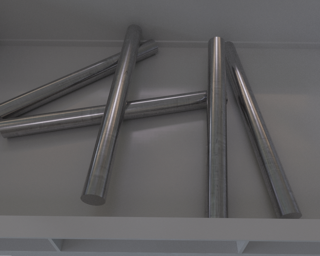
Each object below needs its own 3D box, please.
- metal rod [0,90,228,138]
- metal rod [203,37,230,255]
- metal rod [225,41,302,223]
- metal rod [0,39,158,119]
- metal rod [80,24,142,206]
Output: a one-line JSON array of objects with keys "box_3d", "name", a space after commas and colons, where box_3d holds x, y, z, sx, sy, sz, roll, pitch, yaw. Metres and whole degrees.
[{"box_3d": [-0.056, -0.022, 0.422, 0.302, 0.025, 0.025, -9, 51, -8], "name": "metal rod"}, {"box_3d": [0.070, -0.002, 0.383, 0.025, 0.025, 0.300, 4, 57, 4], "name": "metal rod"}, {"box_3d": [0.124, -0.020, 0.422, 0.025, 0.025, 0.300, -4, 50, -3], "name": "metal rod"}, {"box_3d": [-0.131, -0.068, 0.461, 0.302, 0.025, 0.025, -30, 56, -23], "name": "metal rod"}, {"box_3d": [-0.054, -0.042, 0.406, 0.025, 0.025, 0.300, 4, 50, 3], "name": "metal rod"}]
